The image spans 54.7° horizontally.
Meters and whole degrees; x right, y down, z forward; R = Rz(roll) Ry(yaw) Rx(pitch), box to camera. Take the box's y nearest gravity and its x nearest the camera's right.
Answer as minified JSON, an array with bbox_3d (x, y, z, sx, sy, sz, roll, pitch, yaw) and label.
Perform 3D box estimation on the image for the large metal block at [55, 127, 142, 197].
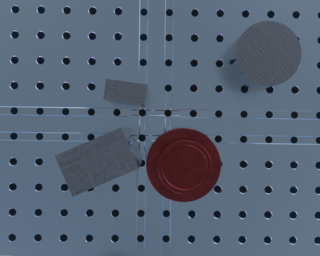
[{"bbox_3d":[-0.071,0.038,0.385,0.080,0.080,0.050,-23,90,0],"label":"large metal block"}]

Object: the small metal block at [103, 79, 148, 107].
[{"bbox_3d":[-0.042,-0.044,0.400,0.050,0.050,0.025,8,90,-1],"label":"small metal block"}]

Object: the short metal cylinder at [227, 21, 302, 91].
[{"bbox_3d":[0.133,-0.091,0.403,0.081,0.050,0.079,0,90,-1],"label":"short metal cylinder"}]

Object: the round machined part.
[{"bbox_3d":[0.031,0.049,0.405,0.099,0.042,0.097,0,90,-1],"label":"round machined part"}]
